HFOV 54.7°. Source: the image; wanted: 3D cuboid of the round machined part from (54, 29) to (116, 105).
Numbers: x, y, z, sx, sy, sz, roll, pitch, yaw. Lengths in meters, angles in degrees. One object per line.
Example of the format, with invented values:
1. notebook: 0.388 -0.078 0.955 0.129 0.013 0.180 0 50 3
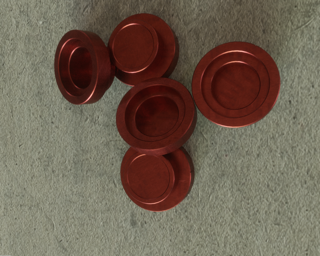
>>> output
1. round machined part: -0.099 -0.082 0.423 0.098 0.042 0.097 7 102 40

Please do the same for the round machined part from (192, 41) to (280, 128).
1. round machined part: 0.090 -0.049 0.369 0.098 0.042 0.097 0 90 19

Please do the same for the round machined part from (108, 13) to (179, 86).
1. round machined part: -0.027 -0.104 0.409 0.098 0.042 0.097 0 90 19

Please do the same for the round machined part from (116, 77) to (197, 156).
1. round machined part: -0.002 -0.011 0.390 0.098 0.042 0.098 -6 65 14

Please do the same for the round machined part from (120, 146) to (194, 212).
1. round machined part: -0.008 0.060 0.402 0.098 0.042 0.097 0 90 19
